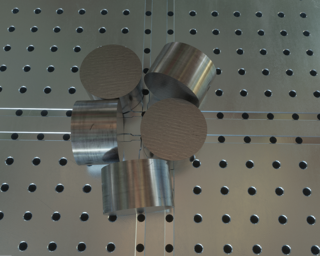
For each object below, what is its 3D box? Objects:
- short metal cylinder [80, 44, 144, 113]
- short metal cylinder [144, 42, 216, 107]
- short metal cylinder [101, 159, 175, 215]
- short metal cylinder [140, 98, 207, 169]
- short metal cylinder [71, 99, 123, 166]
[{"bbox_3d":[-0.063,-0.065,0.421,0.080,0.050,0.080,0,70,1],"label":"short metal cylinder"},{"bbox_3d":[0.026,-0.066,0.407,0.080,0.080,0.050,27,72,9],"label":"short metal cylinder"},{"bbox_3d":[-0.026,0.070,0.356,0.081,0.080,0.050,-6,71,-2],"label":"short metal cylinder"},{"bbox_3d":[0.016,0.008,0.395,0.081,0.050,0.080,0,70,-1],"label":"short metal cylinder"},{"bbox_3d":[-0.074,0.005,0.381,0.050,0.080,0.080,-2,70,-1],"label":"short metal cylinder"}]
